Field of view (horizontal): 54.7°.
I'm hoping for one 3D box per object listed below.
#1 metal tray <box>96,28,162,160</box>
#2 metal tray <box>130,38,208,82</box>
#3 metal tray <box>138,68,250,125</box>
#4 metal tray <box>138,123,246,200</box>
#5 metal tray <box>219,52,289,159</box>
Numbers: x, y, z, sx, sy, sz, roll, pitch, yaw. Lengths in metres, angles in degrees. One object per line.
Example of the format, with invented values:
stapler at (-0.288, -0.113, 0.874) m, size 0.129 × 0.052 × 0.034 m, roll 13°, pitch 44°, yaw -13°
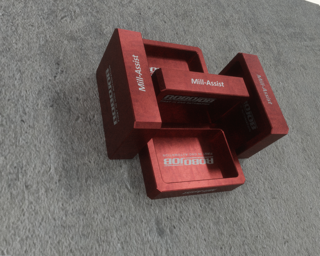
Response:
metal tray at (-0.042, -0.038, 0.364) m, size 0.030 × 0.090 × 0.130 m, roll 1°, pitch 62°, yaw -28°
metal tray at (0.010, -0.082, 0.457) m, size 0.131 × 0.030 × 0.090 m, roll 0°, pitch 65°, yaw -28°
metal tray at (0.039, -0.034, 0.407) m, size 0.131 × 0.090 × 0.030 m, roll 1°, pitch 63°, yaw -28°
metal tray at (0.039, 0.039, 0.401) m, size 0.131 × 0.030 × 0.090 m, roll 1°, pitch 60°, yaw -28°
metal tray at (0.120, -0.031, 0.447) m, size 0.030 × 0.090 × 0.130 m, roll 1°, pitch 61°, yaw -28°
